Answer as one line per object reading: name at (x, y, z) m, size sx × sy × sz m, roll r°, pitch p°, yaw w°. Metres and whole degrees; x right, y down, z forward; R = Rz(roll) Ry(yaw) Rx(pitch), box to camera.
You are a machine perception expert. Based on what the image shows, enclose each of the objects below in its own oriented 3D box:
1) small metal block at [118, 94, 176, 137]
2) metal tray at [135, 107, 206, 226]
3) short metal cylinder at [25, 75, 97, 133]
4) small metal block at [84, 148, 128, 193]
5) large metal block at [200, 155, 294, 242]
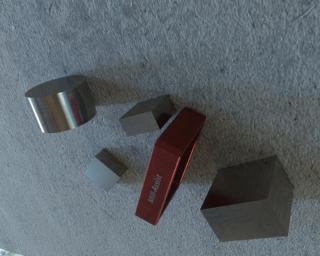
small metal block at (-0.015, -0.016, 0.389) m, size 0.050 × 0.050 × 0.025 m, roll -12°, pitch 112°, yaw 33°
metal tray at (0.013, 0.048, 0.387) m, size 0.030 × 0.090 × 0.129 m, roll 25°, pitch 127°, yaw 13°
short metal cylinder at (-0.133, -0.034, 0.420) m, size 0.080 × 0.080 × 0.050 m, roll 2°, pitch 119°, yaw 27°
small metal block at (-0.087, 0.068, 0.495) m, size 0.050 × 0.025 × 0.050 m, roll 40°, pitch 129°, yaw 1°
large metal block at (0.105, 0.083, 0.367) m, size 0.080 × 0.080 × 0.050 m, roll -21°, pitch 107°, yaw 36°
